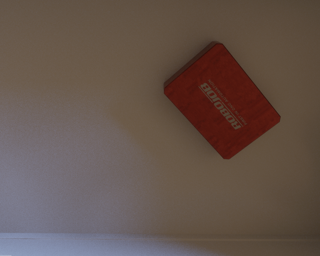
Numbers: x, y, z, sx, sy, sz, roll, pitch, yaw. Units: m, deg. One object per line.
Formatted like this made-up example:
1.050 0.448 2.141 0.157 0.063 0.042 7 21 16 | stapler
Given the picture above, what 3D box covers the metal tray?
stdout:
0.079 -0.033 0.398 0.090 0.030 0.130 -40 106 13 | metal tray
